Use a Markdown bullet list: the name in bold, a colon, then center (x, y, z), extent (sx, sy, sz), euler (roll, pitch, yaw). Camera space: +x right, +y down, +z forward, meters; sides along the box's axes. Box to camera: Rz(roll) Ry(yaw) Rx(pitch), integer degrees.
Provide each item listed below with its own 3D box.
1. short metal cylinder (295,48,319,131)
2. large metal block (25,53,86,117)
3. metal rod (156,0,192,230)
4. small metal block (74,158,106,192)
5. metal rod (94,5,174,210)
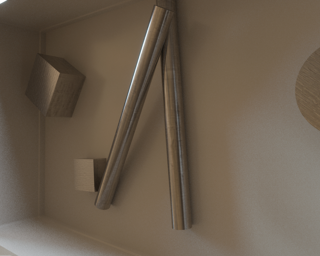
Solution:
- **short metal cylinder**: center (0.162, -0.032, 0.257), extent (0.080, 0.050, 0.079), euler (0, 90, 39)
- **large metal block**: center (-0.183, -0.073, 0.538), extent (0.080, 0.050, 0.079), euler (38, 113, 33)
- **metal rod**: center (0.017, -0.026, 0.390), extent (0.025, 0.025, 0.298), euler (-7, 86, 39)
- **small metal block**: center (-0.112, 0.074, 0.496), extent (0.050, 0.025, 0.050), euler (-4, 87, 39)
- **metal rod**: center (-0.042, -0.011, 0.419), extent (0.025, 0.025, 0.298), euler (36, 118, 33)
